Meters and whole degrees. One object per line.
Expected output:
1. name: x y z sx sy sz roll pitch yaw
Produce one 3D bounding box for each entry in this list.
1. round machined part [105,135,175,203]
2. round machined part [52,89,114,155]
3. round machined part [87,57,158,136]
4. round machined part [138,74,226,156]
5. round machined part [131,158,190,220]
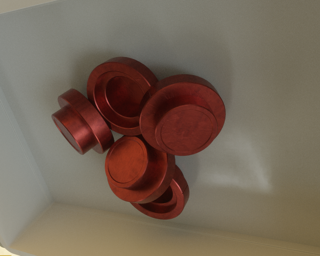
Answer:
1. round machined part: -0.033 0.047 0.405 0.098 0.098 0.042 -6 159 31
2. round machined part: -0.110 -0.002 0.424 0.098 0.042 0.098 41 156 23
3. round machined part: -0.039 -0.042 0.389 0.098 0.042 0.097 13 124 21
4. round machined part: 0.026 -0.007 0.348 0.099 0.042 0.097 -4 125 -6
5. round machined part: -0.003 0.081 0.447 0.098 0.042 0.097 13 124 21
